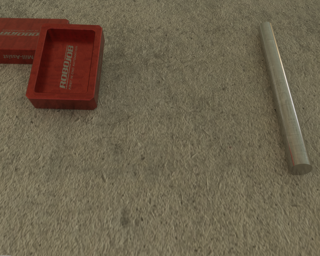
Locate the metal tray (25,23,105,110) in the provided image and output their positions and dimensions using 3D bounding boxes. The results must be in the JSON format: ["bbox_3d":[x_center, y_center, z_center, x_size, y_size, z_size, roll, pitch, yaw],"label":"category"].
[{"bbox_3d":[-0.133,-0.091,0.450,0.091,0.030,0.130,2,66,-2],"label":"metal tray"}]

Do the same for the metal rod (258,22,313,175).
[{"bbox_3d":[0.177,-0.066,0.460,0.025,0.025,0.300,4,50,3],"label":"metal rod"}]

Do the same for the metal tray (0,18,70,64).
[{"bbox_3d":[-0.224,-0.147,0.521,0.131,0.030,0.090,1,50,0],"label":"metal tray"}]
